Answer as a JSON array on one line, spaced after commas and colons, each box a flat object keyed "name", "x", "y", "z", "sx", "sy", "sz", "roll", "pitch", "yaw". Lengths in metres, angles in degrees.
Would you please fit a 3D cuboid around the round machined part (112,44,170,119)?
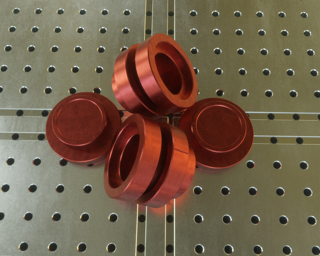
[{"name": "round machined part", "x": -0.024, "y": -0.056, "z": 0.405, "sx": 0.042, "sy": 0.099, "sz": 0.098, "roll": -21, "pitch": 65, "yaw": 35}]

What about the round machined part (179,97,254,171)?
[{"name": "round machined part", "x": 0.073, "y": 0.004, "z": 0.402, "sx": 0.099, "sy": 0.042, "sz": 0.098, "roll": 0, "pitch": 70, "yaw": 0}]

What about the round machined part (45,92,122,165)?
[{"name": "round machined part", "x": -0.100, "y": -0.004, "z": 0.403, "sx": 0.099, "sy": 0.042, "sz": 0.098, "roll": 0, "pitch": 70, "yaw": 0}]

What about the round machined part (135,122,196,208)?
[{"name": "round machined part", "x": 0.005, "y": 0.046, "z": 0.366, "sx": 0.042, "sy": 0.098, "sz": 0.098, "roll": 21, "pitch": 68, "yaw": -26}]

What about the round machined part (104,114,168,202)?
[{"name": "round machined part", "x": -0.024, "y": 0.036, "z": 0.355, "sx": 0.042, "sy": 0.098, "sz": 0.098, "roll": 21, "pitch": 68, "yaw": -27}]

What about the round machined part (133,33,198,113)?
[{"name": "round machined part", "x": 0.003, "y": -0.064, "z": 0.390, "sx": 0.042, "sy": 0.099, "sz": 0.098, "roll": -21, "pitch": 65, "yaw": 35}]
